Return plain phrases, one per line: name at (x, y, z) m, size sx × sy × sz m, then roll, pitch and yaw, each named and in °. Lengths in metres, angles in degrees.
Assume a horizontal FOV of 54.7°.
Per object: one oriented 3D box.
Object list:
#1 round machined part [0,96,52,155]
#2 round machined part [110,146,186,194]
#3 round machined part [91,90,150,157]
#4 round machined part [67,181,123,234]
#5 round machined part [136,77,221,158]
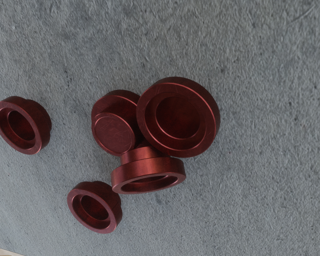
round machined part at (-0.218, -0.008, 0.506) m, size 0.098 × 0.042 × 0.097 m, roll 13°, pitch 124°, yaw 21°
round machined part at (-0.017, 0.055, 0.416) m, size 0.098 × 0.099 × 0.042 m, roll -30°, pitch 60°, yaw 38°
round machined part at (-0.054, 0.000, 0.425) m, size 0.098 × 0.042 × 0.097 m, roll 13°, pitch 124°, yaw 21°
round machined part at (-0.106, 0.131, 0.533) m, size 0.098 × 0.042 × 0.097 m, roll 13°, pitch 124°, yaw 21°
round machined part at (0.025, -0.016, 0.372) m, size 0.098 × 0.042 × 0.097 m, roll 13°, pitch 124°, yaw 20°
